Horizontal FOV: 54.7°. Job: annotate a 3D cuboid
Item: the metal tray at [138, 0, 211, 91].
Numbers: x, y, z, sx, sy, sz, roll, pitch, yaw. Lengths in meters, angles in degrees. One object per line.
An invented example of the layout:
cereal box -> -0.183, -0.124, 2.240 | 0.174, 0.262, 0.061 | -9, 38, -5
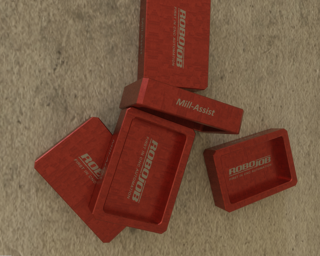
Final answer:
metal tray -> 0.019, -0.117, 0.414 | 0.091, 0.030, 0.129 | 2, 89, -21

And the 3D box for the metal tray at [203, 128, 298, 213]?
metal tray -> 0.136, 0.059, 0.458 | 0.131, 0.030, 0.089 | -15, 95, -20

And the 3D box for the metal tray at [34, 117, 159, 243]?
metal tray -> -0.075, 0.062, 0.380 | 0.090, 0.030, 0.130 | -41, 103, -16

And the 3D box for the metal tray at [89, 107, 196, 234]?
metal tray -> -0.020, 0.050, 0.367 | 0.091, 0.030, 0.129 | 20, 83, -20

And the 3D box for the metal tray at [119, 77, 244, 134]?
metal tray -> 0.024, -0.023, 0.384 | 0.131, 0.090, 0.030 | 16, 85, -20
